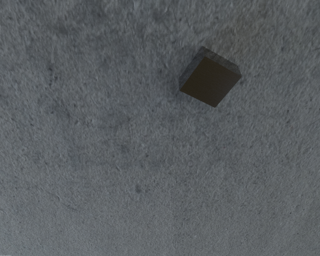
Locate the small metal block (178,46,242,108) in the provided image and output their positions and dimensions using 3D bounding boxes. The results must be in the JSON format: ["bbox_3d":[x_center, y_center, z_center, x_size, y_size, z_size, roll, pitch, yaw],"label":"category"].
[{"bbox_3d":[0.057,-0.058,0.358,0.050,0.025,0.050,24,126,-19],"label":"small metal block"}]
